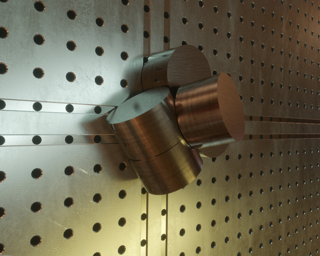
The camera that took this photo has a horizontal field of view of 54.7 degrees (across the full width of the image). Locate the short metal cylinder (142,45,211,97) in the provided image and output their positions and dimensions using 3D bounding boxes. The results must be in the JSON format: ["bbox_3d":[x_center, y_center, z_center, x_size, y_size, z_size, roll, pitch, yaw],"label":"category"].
[{"bbox_3d":[0.023,-0.066,0.413,0.081,0.050,0.079,0,90,-40],"label":"short metal cylinder"}]

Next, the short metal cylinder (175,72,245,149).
[{"bbox_3d":[0.060,-0.019,0.362,0.080,0.050,0.080,28,55,-51],"label":"short metal cylinder"}]

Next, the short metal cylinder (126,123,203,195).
[{"bbox_3d":[0.006,0.036,0.380,0.080,0.080,0.050,-41,116,-32],"label":"short metal cylinder"}]

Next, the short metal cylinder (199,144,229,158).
[{"bbox_3d":[0.057,0.001,0.442,0.081,0.050,0.079,0,90,-40],"label":"short metal cylinder"}]

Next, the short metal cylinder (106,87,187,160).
[{"bbox_3d":[-0.015,-0.006,0.363,0.080,0.080,0.050,-41,116,-32],"label":"short metal cylinder"}]
